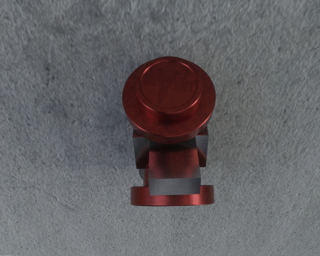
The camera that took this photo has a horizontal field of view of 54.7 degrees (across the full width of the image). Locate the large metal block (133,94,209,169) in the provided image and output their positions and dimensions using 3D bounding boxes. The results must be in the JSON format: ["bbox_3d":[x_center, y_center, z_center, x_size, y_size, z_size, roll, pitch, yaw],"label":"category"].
[{"bbox_3d":[0.012,0.002,0.373,0.081,0.080,0.050,-2,130,1],"label":"large metal block"}]

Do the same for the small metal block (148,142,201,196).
[{"bbox_3d":[0.014,0.042,0.322,0.050,0.050,0.025,-2,130,1],"label":"small metal block"}]

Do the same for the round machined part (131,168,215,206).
[{"bbox_3d":[0.014,0.069,0.370,0.099,0.042,0.098,-1,169,0],"label":"round machined part"}]

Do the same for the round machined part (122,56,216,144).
[{"bbox_3d":[0.009,-0.036,0.325,0.099,0.098,0.042,-2,155,1],"label":"round machined part"}]

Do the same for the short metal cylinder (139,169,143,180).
[{"bbox_3d":[0.012,0.041,0.428,0.081,0.050,0.079,0,130,0],"label":"short metal cylinder"}]
